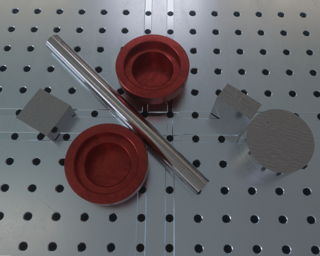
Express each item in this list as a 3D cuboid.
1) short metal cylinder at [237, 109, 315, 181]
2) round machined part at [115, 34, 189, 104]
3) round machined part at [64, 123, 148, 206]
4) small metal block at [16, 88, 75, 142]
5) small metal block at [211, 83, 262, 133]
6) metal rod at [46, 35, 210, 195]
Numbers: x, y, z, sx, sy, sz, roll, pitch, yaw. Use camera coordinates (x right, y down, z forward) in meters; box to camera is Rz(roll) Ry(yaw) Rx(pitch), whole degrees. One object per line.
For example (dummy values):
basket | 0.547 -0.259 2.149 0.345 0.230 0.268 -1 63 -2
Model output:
short metal cylinder | 0.143 0.022 0.391 0.081 0.050 0.080 0 70 0
round machined part | -0.010 -0.077 0.431 0.099 0.042 0.098 0 70 0
round machined part | -0.063 0.047 0.385 0.099 0.042 0.098 0 70 0
small metal block | -0.153 -0.018 0.417 0.050 0.025 0.050 29 73 10
small metal block | 0.099 -0.025 0.408 0.050 0.050 0.025 35 74 12
metal rod | -0.052 -0.026 0.420 0.025 0.025 0.300 -43 76 -14
